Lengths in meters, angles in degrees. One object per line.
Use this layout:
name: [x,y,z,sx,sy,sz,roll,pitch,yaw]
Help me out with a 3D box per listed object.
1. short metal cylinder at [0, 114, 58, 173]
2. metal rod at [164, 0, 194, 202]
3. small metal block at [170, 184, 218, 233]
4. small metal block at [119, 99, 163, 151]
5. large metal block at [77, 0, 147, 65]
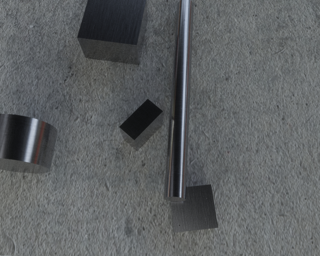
short metal cylinder: [-0.168,0.021,0.369,0.081,0.080,0.050,4,70,1]
metal rod: [0.028,-0.054,0.414,0.025,0.025,0.299,4,65,1]
small metal block: [0.039,0.097,0.373,0.050,0.025,0.050,-6,70,-3]
small metal block: [-0.023,-0.002,0.396,0.025,0.050,0.050,40,75,13]
large metal block: [-0.064,-0.143,0.446,0.080,0.050,0.080,8,70,2]
